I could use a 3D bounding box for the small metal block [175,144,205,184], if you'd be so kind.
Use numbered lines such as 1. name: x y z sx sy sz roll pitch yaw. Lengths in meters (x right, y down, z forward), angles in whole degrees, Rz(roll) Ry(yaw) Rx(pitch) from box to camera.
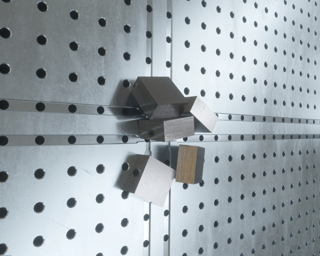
1. small metal block: 0.043 0.050 0.430 0.050 0.025 0.050 19 76 -69

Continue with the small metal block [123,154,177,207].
1. small metal block: -0.012 0.067 0.398 0.050 0.025 0.050 35 69 -35

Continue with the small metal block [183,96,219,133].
1. small metal block: 0.043 -0.018 0.428 0.050 0.050 0.025 40 65 -33

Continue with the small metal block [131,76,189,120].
1. small metal block: -0.001 -0.039 0.390 0.050 0.025 0.050 -8 52 -40

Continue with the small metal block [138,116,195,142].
1. small metal block: 0.008 -0.001 0.398 0.050 0.050 0.025 -11 101 -39
